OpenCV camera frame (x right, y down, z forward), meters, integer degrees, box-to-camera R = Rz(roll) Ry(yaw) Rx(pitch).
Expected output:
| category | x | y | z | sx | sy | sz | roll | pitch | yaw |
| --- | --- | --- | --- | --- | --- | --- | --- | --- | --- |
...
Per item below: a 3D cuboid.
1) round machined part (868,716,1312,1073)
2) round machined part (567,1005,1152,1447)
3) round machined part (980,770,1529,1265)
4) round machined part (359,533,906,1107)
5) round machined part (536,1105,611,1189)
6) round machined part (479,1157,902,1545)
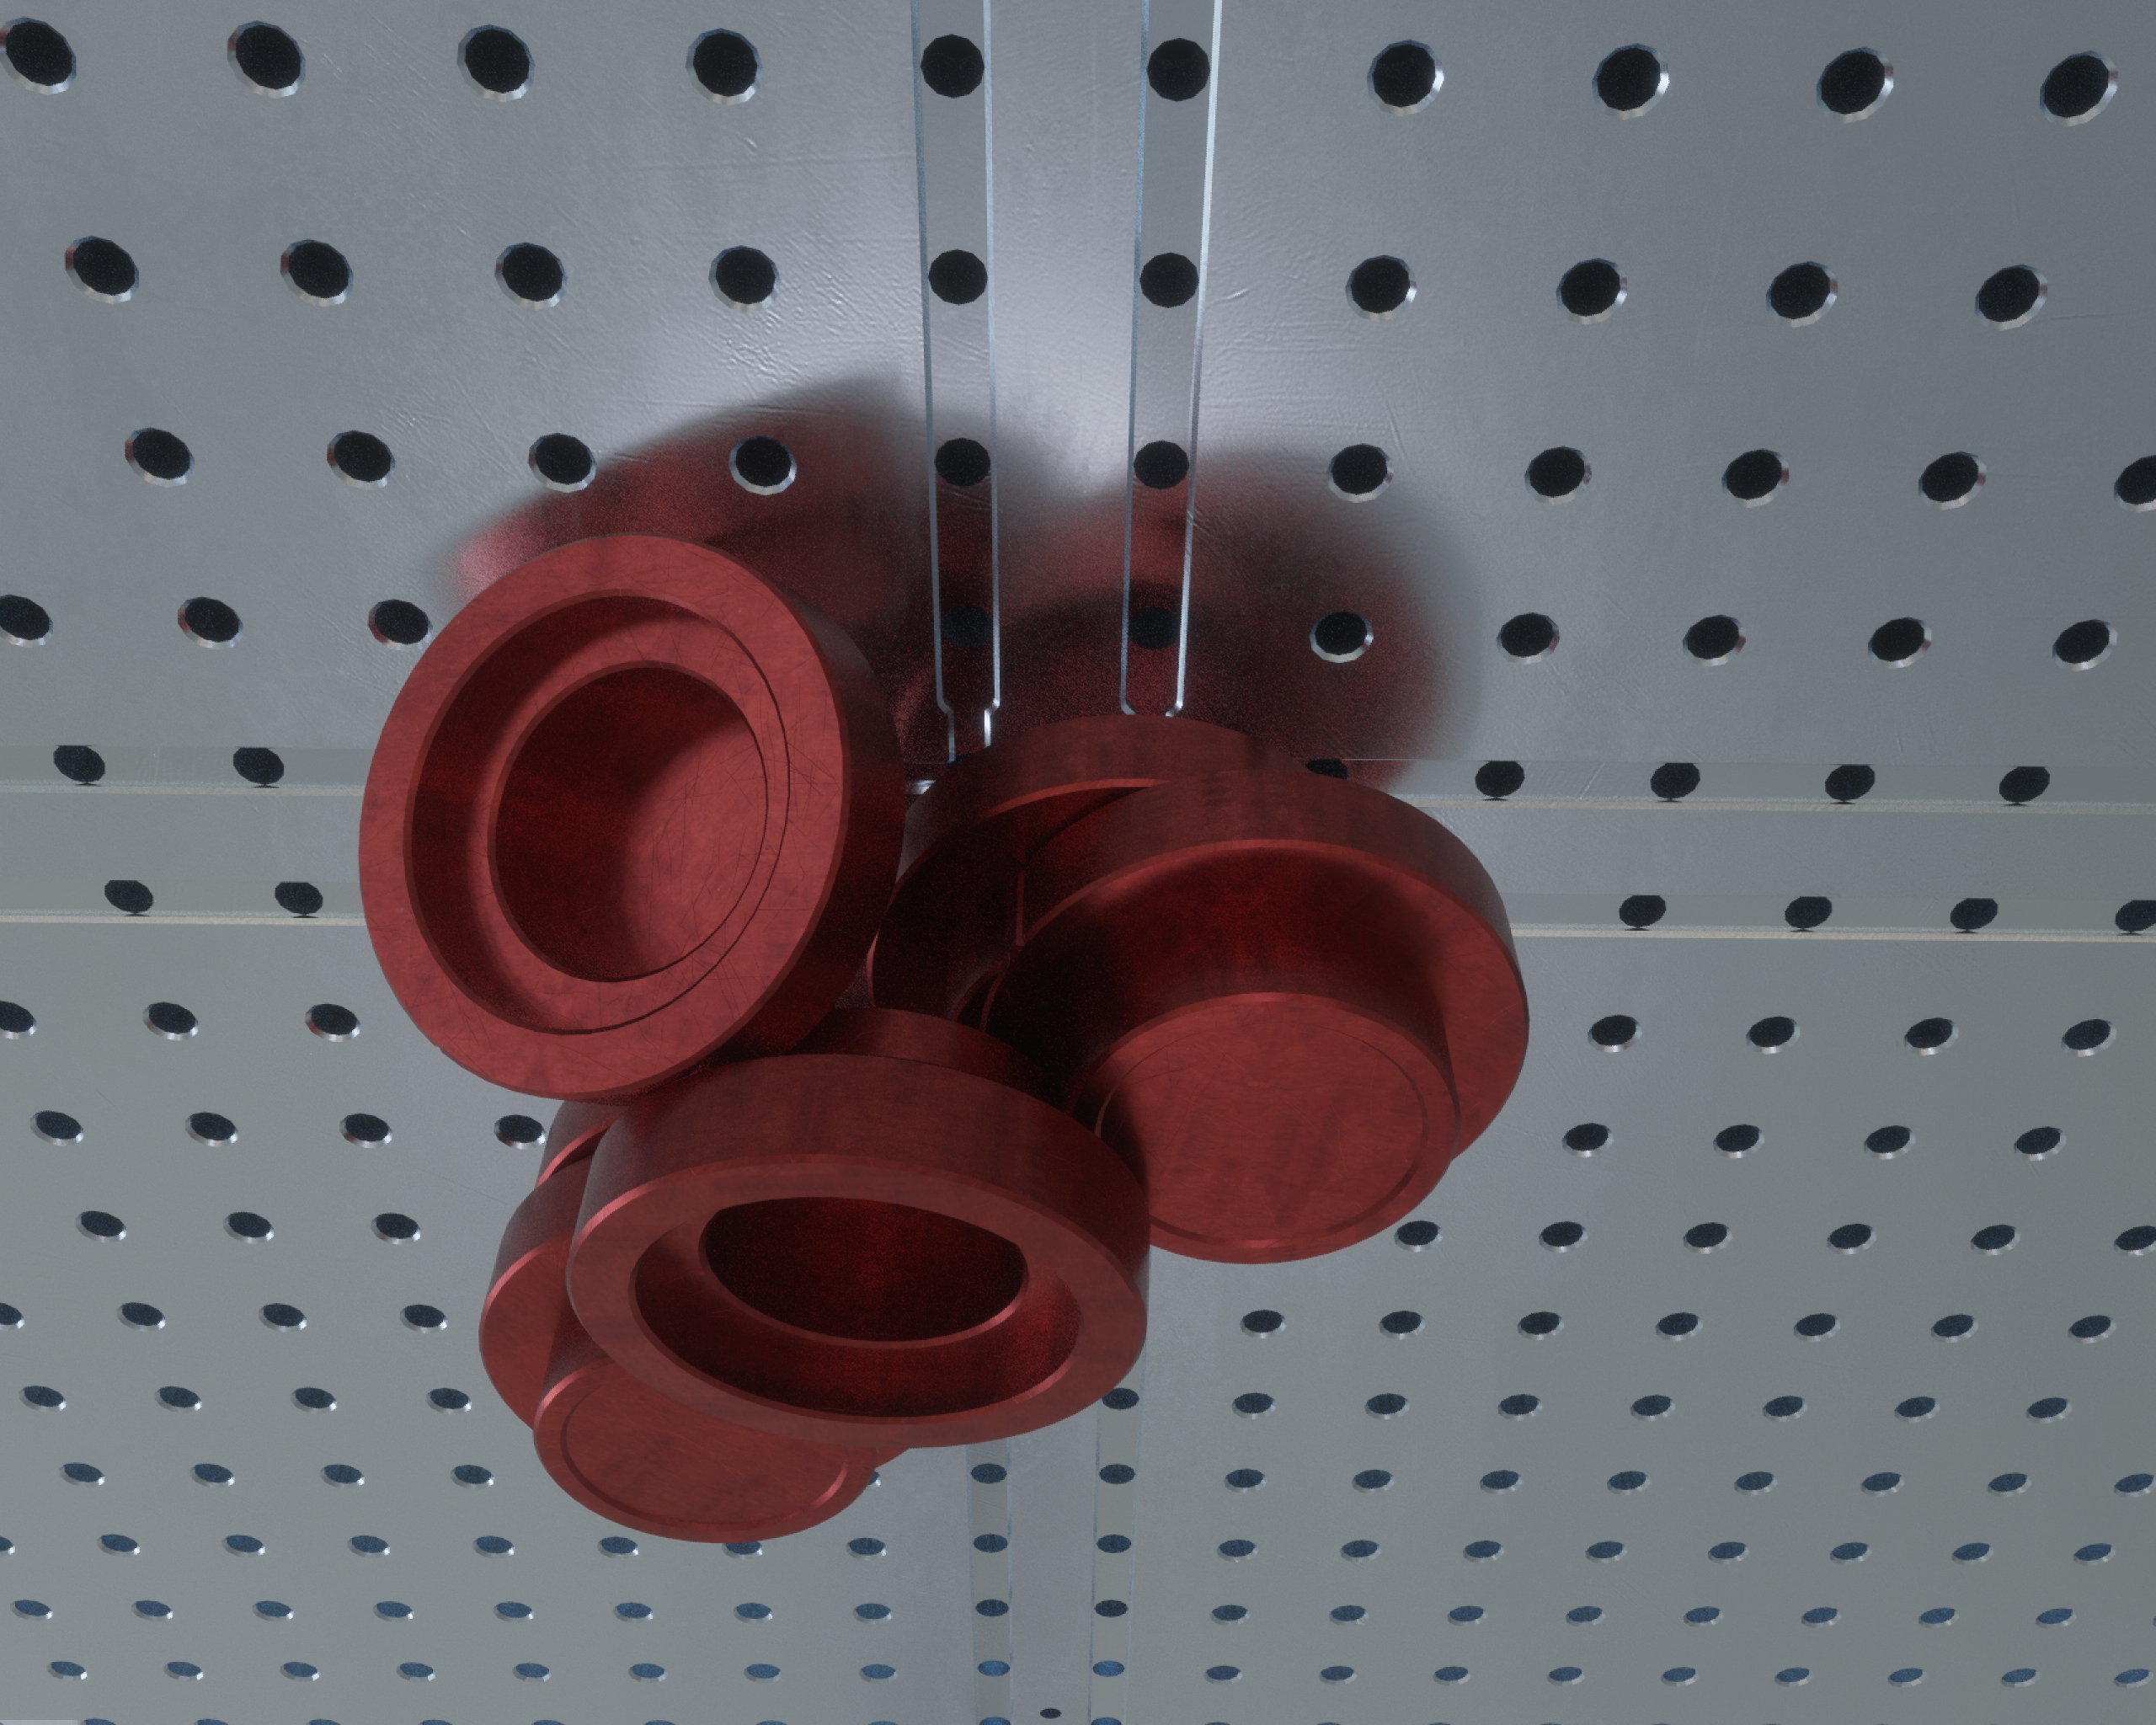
| category | x | y | z | sx | sy | sz | roll | pitch | yaw |
| --- | --- | --- | --- | --- | --- | --- | --- | --- | --- |
| round machined part | 0.010 | 0.023 | 0.393 | 0.099 | 0.042 | 0.097 | 0 | 130 | 0 |
| round machined part | -0.036 | 0.062 | 0.368 | 0.098 | 0.042 | 0.098 | 2 | 138 | 2 |
| round machined part | 0.031 | 0.034 | 0.373 | 0.099 | 0.042 | 0.097 | 0 | 130 | 0 |
| round machined part | -0.074 | -0.005 | 0.370 | 0.098 | 0.098 | 0.042 | -22 | 162 | 17 |
| round machined part | -0.067 | 0.083 | 0.443 | 0.099 | 0.042 | 0.097 | 0 | 130 | 0 |
| round machined part | -0.074 | 0.105 | 0.433 | 0.099 | 0.042 | 0.097 | 0 | 130 | 0 |
